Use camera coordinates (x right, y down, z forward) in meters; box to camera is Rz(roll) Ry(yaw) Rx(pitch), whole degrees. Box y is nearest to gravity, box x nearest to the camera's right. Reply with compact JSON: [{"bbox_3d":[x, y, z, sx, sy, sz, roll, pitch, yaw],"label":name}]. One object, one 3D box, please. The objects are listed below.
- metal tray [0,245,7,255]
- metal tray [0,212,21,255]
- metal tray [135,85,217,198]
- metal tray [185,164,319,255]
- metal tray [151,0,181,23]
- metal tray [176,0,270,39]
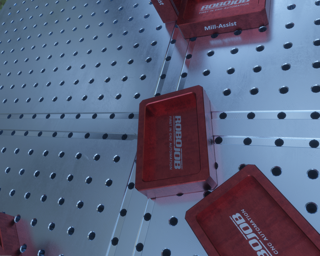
[{"bbox_3d":[-0.219,0.191,0.368,0.090,0.030,0.130,-42,77,1],"label":"metal tray"},{"bbox_3d":[-0.256,0.189,0.425,0.130,0.030,0.090,-38,51,2],"label":"metal tray"},{"bbox_3d":[0.018,0.015,0.386,0.090,0.030,0.130,-13,56,21],"label":"metal tray"},{"bbox_3d":[0.094,0.109,0.289,0.090,0.030,0.130,-38,51,2],"label":"metal tray"},{"bbox_3d":[0.001,-0.246,0.492,0.030,0.130,0.090,-4,60,27],"label":"metal tray"},{"bbox_3d":[0.097,-0.188,0.469,0.130,0.030,0.090,-1,61,28],"label":"metal tray"}]
